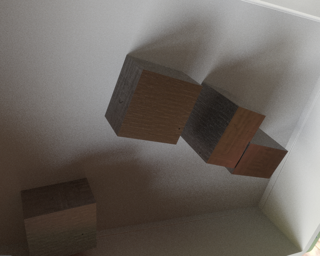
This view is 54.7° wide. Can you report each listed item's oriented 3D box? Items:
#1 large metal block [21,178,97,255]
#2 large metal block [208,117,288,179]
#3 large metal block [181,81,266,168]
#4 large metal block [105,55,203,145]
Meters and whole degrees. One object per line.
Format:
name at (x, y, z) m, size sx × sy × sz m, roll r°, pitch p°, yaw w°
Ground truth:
large metal block at (-0.128, 0.118, 0.396) m, size 0.081 × 0.050 × 0.079 m, roll -8°, pitch 122°, yaw -24°
large metal block at (0.122, 0.027, 0.455) m, size 0.081 × 0.080 × 0.050 m, roll 12°, pitch 115°, yaw -33°
large metal block at (0.077, -0.005, 0.412) m, size 0.050 × 0.080 × 0.080 m, roll 14°, pitch 111°, yaw -34°
large metal block at (-0.009, -0.031, 0.368) m, size 0.081 × 0.050 × 0.079 m, roll 10°, pitch 113°, yaw -33°
